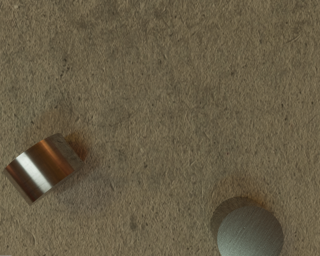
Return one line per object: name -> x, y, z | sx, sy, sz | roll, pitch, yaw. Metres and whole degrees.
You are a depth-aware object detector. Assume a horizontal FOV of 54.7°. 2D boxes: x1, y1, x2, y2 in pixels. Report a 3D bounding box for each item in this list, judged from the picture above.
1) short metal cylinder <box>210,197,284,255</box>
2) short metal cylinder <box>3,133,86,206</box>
short metal cylinder -> 0.109, 0.134, 0.398 | 0.081, 0.050, 0.080 | 0, 90, 0
short metal cylinder -> -0.140, 0.050, 0.381 | 0.080, 0.080, 0.050 | -38, 90, 0
